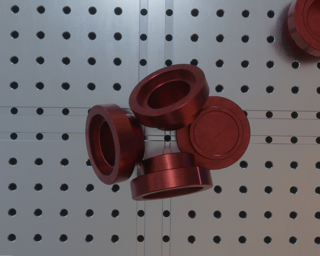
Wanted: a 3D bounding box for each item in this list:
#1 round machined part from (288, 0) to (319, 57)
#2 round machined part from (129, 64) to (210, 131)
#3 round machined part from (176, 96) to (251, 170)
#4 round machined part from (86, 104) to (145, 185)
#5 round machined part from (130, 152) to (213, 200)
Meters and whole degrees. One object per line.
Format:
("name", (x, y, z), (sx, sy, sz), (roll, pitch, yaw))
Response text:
("round machined part", (0.217, -0.142, 0.408), (0.099, 0.042, 0.097), (0, 90, -1))
("round machined part", (0.014, -0.034, 0.387), (0.098, 0.098, 0.042), (-28, 128, -1))
("round machined part", (0.070, 0.007, 0.406), (0.099, 0.042, 0.097), (0, 90, -1))
("round machined part", (-0.054, 0.018, 0.385), (0.042, 0.098, 0.097), (-9, 90, -34))
("round machined part", (0.012, 0.059, 0.380), (0.099, 0.098, 0.042), (-9, 71, 0))
